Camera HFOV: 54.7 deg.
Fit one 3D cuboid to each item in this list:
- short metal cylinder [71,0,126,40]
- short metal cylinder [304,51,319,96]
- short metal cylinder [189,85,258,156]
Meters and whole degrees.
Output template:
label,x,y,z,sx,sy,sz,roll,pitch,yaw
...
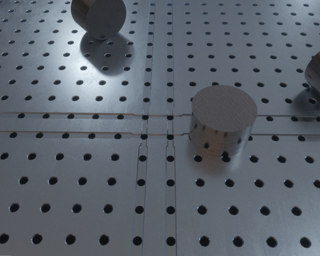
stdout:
label,x,y,z,sx,sy,sz,roll,pitch,yaw
short metal cylinder,-0.107,-0.202,0.541,0.081,0.080,0.050,-32,57,-24
short metal cylinder,0.257,-0.077,0.438,0.081,0.080,0.050,-12,51,-10
short metal cylinder,0.079,-0.010,0.400,0.081,0.050,0.080,0,50,0
